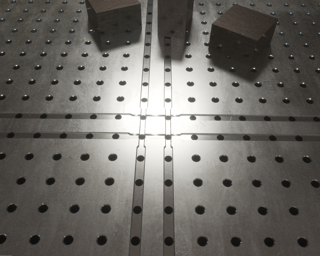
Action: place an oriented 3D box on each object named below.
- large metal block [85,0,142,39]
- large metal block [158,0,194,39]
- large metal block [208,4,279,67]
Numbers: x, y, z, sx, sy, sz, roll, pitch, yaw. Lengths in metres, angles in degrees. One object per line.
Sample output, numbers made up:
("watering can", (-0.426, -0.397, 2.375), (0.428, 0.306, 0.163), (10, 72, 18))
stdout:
("large metal block", (-0.087, -0.217, 0.573), (0.081, 0.050, 0.080), (-19, 53, -16))
("large metal block", (0.030, -0.220, 0.557), (0.050, 0.080, 0.080), (11, 51, 9))
("large metal block", (0.141, -0.160, 0.528), (0.080, 0.050, 0.080), (30, 56, 22))
